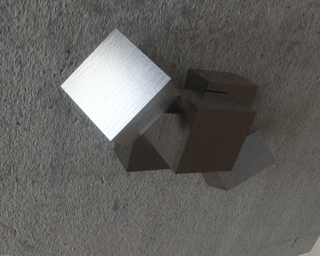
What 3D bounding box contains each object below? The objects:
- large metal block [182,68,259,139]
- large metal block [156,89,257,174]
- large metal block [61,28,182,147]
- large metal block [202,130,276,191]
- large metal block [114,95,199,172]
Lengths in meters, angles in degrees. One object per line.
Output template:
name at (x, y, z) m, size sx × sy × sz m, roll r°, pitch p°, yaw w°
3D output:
large metal block at (0.073, -0.031, 0.415) m, size 0.081 × 0.050 × 0.079 m, roll 0°, pitch 119°, yaw -29°
large metal block at (0.051, 0.004, 0.357) m, size 0.081 × 0.050 × 0.079 m, roll 2°, pitch 118°, yaw -30°
large metal block at (-0.038, -0.039, 0.320) m, size 0.080 × 0.080 × 0.050 m, roll -46°, pitch 163°, yaw 3°
large metal block at (0.105, 0.046, 0.452) m, size 0.080 × 0.080 × 0.050 m, roll -28°, pitch 90°, yaw -11°
large metal block at (-0.006, 0.006, 0.391) m, size 0.081 × 0.050 × 0.079 m, roll 0°, pitch 119°, yaw -29°
